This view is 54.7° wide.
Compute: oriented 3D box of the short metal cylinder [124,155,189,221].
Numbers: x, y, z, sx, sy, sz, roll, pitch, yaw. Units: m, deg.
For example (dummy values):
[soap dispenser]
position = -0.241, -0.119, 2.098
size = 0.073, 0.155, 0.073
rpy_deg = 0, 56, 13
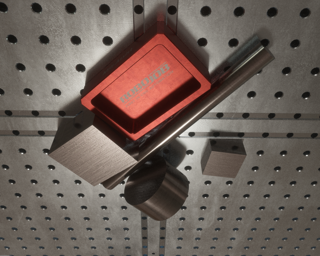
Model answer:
[short metal cylinder]
position = -0.005, 0.086, 0.449
size = 0.080, 0.080, 0.050
rpy_deg = -33, 123, 24

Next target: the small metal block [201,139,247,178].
[small metal block]
position = 0.091, 0.045, 0.452
size = 0.050, 0.025, 0.050
rpy_deg = 7, 130, -7

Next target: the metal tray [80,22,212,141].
[metal tray]
position = -0.017, -0.048, 0.366
size = 0.130, 0.030, 0.090
rpy_deg = -35, 123, 25

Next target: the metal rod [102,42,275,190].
[metal rod]
position = 0.019, 0.000, 0.411
size = 0.025, 0.025, 0.299
rpy_deg = 34, 122, -26

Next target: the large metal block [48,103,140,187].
[large metal block]
position = -0.085, 0.023, 0.414
size = 0.080, 0.050, 0.080
rpy_deg = -31, 124, 23
